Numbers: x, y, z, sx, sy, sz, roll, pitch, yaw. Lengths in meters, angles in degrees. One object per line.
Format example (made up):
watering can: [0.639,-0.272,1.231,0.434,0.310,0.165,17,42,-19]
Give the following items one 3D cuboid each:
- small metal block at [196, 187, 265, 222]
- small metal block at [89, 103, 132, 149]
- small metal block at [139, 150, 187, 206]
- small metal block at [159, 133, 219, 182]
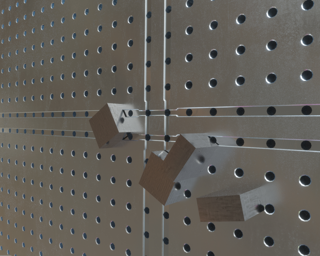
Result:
small metal block: [0.075,0.081,0.330,0.050,0.050,0.025,-15,81,39]
small metal block: [-0.076,-0.003,0.470,0.050,0.025,0.050,-37,68,33]
small metal block: [0.005,0.064,0.403,0.050,0.025,0.050,34,111,34]
small metal block: [0.034,0.034,0.363,0.025,0.050,0.050,44,116,30]
